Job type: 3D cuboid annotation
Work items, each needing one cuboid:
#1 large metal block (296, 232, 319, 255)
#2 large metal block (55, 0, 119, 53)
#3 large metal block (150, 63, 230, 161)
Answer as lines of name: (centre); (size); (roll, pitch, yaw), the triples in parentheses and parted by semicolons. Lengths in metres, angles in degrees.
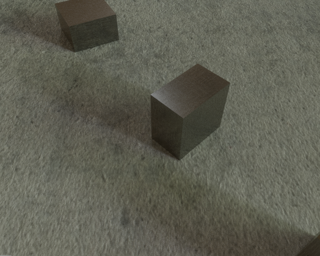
large metal block: (0.169, 0.124, 0.265); (0.050, 0.080, 0.080); (-31, 57, -24)
large metal block: (-0.127, -0.185, 0.541); (0.081, 0.050, 0.080); (-22, 54, -18)
large metal block: (0.036, -0.020, 0.385); (0.080, 0.080, 0.050); (-37, 59, -27)
